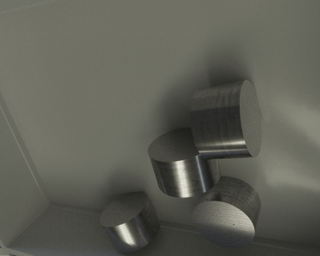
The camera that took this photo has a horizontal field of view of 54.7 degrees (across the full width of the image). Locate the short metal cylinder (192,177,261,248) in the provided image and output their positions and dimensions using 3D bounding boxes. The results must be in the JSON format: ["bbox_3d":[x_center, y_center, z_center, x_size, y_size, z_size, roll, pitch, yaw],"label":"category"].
[{"bbox_3d":[0.090,0.112,0.414,0.080,0.050,0.079,13,124,20],"label":"short metal cylinder"}]

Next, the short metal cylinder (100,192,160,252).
[{"bbox_3d":[-0.046,0.145,0.486,0.080,0.080,0.050,-12,112,33],"label":"short metal cylinder"}]

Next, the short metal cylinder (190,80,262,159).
[{"bbox_3d":[0.073,-0.007,0.330,0.050,0.080,0.080,-7,115,31],"label":"short metal cylinder"}]

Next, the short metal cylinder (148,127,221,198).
[{"bbox_3d":[0.030,0.040,0.381,0.080,0.080,0.050,-2,118,28],"label":"short metal cylinder"}]
